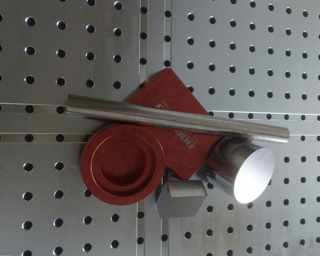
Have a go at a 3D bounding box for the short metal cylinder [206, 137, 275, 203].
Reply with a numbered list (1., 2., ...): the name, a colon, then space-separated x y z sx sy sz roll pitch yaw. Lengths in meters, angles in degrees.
1. short metal cylinder: 0.111 0.055 0.426 0.081 0.050 0.079 -16 118 -32

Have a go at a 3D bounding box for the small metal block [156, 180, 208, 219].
1. small metal block: 0.028 0.094 0.410 0.050 0.025 0.050 3 132 -21

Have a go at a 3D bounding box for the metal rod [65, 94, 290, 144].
1. metal rod: 0.037 -0.007 0.394 0.302 0.025 0.025 7 88 -20

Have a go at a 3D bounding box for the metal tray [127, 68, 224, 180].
1. metal tray: 0.018 -0.004 0.419 0.090 0.030 0.130 -45 105 -15

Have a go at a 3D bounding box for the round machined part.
1. round machined part: -0.047 0.041 0.382 0.099 0.042 0.097 -2 97 -15
